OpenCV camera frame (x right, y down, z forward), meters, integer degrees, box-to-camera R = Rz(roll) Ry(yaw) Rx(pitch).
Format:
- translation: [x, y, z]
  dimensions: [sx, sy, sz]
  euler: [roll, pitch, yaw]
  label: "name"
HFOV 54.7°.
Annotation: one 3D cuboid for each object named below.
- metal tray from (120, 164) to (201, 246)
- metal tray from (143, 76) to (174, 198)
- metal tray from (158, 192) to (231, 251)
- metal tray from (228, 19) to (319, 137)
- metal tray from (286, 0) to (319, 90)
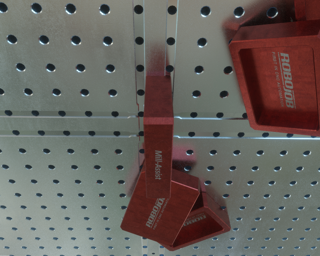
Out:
- translation: [-0.002, 0.121, 0.487]
  dimensions: [0.090, 0.030, 0.129]
  euler: [20, 119, -2]
  label: "metal tray"
- translation: [-0.002, 0.013, 0.379]
  dimensions: [0.030, 0.090, 0.129]
  euler: [0, 130, 0]
  label: "metal tray"
- translation: [0.048, 0.171, 0.554]
  dimensions: [0.130, 0.030, 0.090]
  euler: [-29, 125, 22]
  label: "metal tray"
- translation: [0.136, -0.049, 0.340]
  dimensions: [0.090, 0.030, 0.130]
  euler: [7, 139, 36]
  label: "metal tray"
- translation: [0.184, -0.107, 0.319]
  dimensions: [0.090, 0.030, 0.130]
  euler: [-16, 129, 13]
  label: "metal tray"
